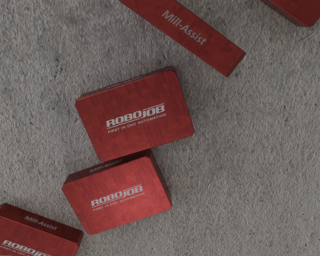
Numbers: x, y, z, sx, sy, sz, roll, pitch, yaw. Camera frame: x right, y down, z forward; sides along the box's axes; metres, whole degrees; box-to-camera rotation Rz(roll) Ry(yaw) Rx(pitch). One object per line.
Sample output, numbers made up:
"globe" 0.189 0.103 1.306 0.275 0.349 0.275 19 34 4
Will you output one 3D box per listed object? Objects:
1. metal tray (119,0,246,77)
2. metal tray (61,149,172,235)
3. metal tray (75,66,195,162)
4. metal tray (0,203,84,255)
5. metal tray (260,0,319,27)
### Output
"metal tray" 0.023 -0.110 0.334 0.130 0.090 0.030 32 107 -11
"metal tray" -0.059 0.091 0.440 0.130 0.030 0.090 -20 109 7
"metal tray" -0.030 -0.017 0.400 0.131 0.030 0.090 -17 109 6
"metal tray" -0.195 0.178 0.471 0.131 0.030 0.089 24 108 -9
"metal tray" 0.167 -0.190 0.338 0.090 0.030 0.129 30 107 -11
